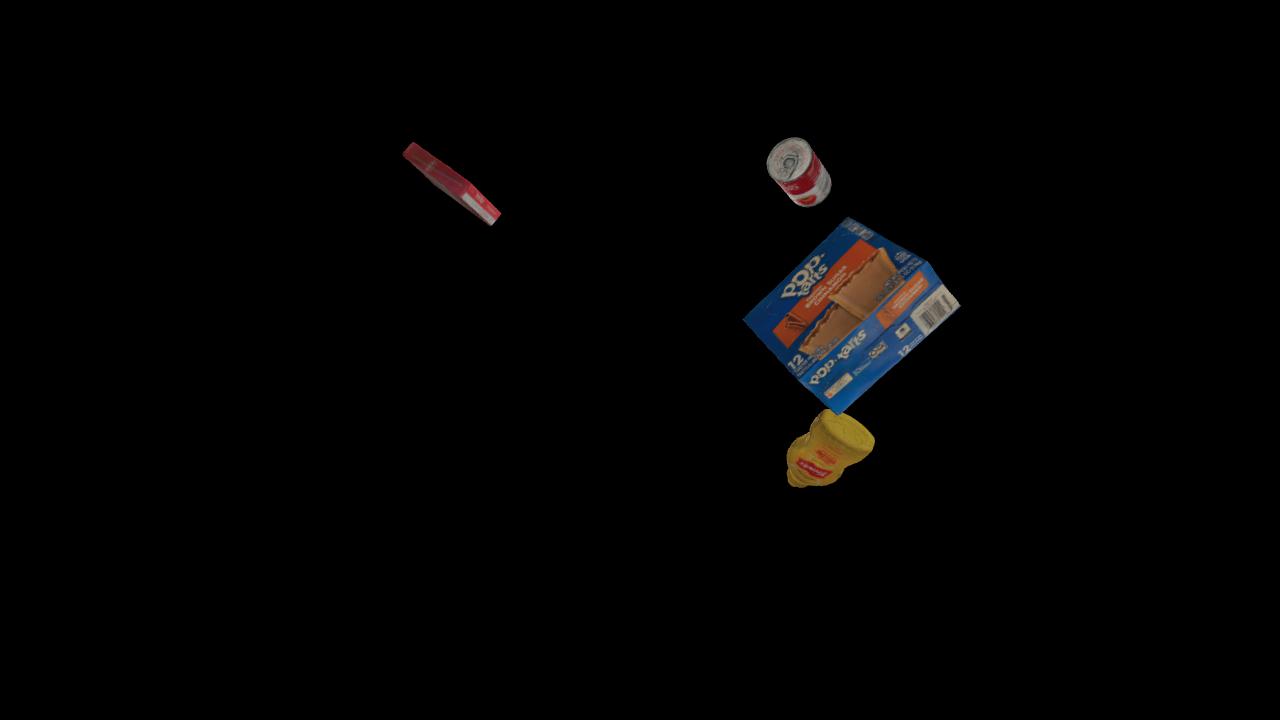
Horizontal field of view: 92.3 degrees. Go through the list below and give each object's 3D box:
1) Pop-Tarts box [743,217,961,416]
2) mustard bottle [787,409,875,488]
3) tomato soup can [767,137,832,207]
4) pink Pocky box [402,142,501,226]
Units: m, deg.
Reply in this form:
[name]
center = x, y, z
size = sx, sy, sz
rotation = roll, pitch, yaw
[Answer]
[Pop-Tarts box]
center = 0.221, -0.051, 0.668
size = 0.083, 0.167, 0.141
rotation = 38, 13, -32
[mustard bottle]
center = 0.283, 0.154, 0.972
size = 0.092, 0.054, 0.184
rotation = 28, -40, 2
[tomato soup can]
center = 0.239, -0.277, 0.916
size = 0.068, 0.068, 0.101
rotation = 0, -9, 34
[pink Pocky box]
center = -0.285, -0.267, 0.932
size = 0.155, 0.029, 0.084
rotation = 37, -4, 26
